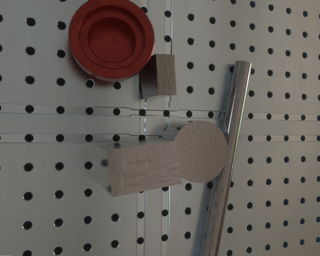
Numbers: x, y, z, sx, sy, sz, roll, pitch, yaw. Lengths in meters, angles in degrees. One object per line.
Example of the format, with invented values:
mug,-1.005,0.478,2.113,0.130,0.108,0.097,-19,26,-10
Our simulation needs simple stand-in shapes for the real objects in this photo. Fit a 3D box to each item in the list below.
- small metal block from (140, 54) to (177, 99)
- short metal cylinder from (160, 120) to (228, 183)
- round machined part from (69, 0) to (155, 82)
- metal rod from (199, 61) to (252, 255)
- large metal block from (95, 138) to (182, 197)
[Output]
small metal block,-0.003,-0.065,0.398,0.025,0.050,0.050,-4,92,-27
short metal cylinder,0.043,0.030,0.417,0.081,0.050,0.079,0,90,-21
round machined part,-0.059,-0.104,0.377,0.099,0.042,0.097,1,86,-12
metal rod,0.095,0.050,0.449,0.025,0.025,0.298,13,86,-20
large metal block,-0.029,0.043,0.374,0.081,0.080,0.050,-7,93,-20
